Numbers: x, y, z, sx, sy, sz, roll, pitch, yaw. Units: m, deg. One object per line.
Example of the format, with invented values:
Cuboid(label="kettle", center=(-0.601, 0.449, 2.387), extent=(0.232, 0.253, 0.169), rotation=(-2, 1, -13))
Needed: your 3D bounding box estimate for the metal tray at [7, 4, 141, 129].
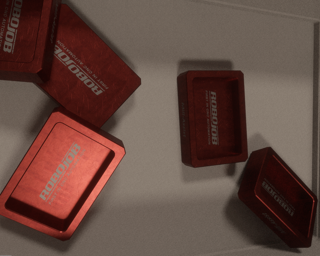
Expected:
Cuboid(label="metal tray", center=(-0.099, -0.069, 0.372), extent=(0.130, 0.030, 0.090), rotation=(44, 76, -15))

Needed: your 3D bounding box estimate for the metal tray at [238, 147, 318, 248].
Cuboid(label="metal tray", center=(0.178, 0.102, 0.457), extent=(0.130, 0.030, 0.090), rotation=(44, 51, -15))

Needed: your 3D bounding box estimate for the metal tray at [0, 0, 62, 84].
Cuboid(label="metal tray", center=(-0.157, -0.115, 0.323), extent=(0.091, 0.030, 0.129), rotation=(4, 76, -4))

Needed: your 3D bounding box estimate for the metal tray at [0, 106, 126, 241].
Cuboid(label="metal tray", center=(-0.111, 0.053, 0.350), extent=(0.090, 0.030, 0.130), rotation=(32, 94, -18))

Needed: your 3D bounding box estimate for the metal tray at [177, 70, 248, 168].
Cuboid(label="metal tray", center=(0.075, -0.014, 0.436), extent=(0.091, 0.030, 0.129), rotation=(-4, 92, -20))
